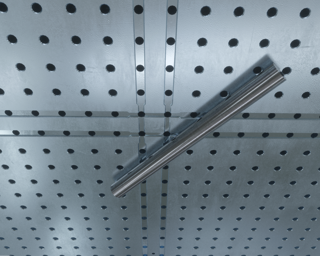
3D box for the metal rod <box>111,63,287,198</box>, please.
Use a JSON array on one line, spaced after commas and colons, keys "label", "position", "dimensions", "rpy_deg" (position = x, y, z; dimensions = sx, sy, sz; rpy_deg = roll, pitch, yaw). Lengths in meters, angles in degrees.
[{"label": "metal rod", "position": [0.035, 0.017, 0.427], "dimensions": [0.025, 0.025, 0.299], "rpy_deg": [36, 121, -27]}]
